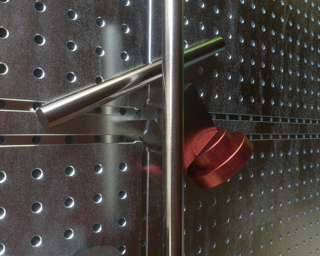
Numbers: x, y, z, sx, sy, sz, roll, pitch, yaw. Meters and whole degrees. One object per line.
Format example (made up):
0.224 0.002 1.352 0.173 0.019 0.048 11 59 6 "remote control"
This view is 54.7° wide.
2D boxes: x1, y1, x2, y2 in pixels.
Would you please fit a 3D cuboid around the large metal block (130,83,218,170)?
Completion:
0.021 -0.003 0.413 0.080 0.050 0.080 -45 118 -31 "large metal block"

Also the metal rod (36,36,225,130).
-0.013 -0.071 0.400 0.302 0.025 0.025 -30 109 -36 "metal rod"

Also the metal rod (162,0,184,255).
0.015 0.004 0.358 0.025 0.025 0.298 0 90 -40 "metal rod"

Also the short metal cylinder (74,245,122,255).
-0.069 0.169 0.318 0.081 0.080 0.050 -30 109 -36 "short metal cylinder"

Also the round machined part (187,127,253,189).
0.076 0.035 0.431 0.042 0.098 0.098 50 59 -9 "round machined part"
